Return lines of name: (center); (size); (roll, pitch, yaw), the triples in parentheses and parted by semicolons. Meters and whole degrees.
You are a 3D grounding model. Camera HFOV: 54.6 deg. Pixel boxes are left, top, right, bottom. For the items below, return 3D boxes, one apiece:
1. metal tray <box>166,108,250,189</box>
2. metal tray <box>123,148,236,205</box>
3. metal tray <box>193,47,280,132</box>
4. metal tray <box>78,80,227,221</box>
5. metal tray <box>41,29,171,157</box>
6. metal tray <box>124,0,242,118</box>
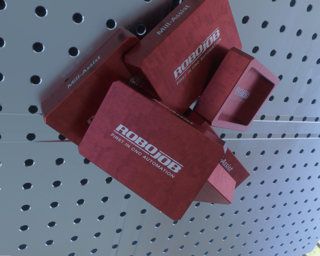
metal tray: (0.058, 0.019, 0.410); (0.030, 0.090, 0.130); (-44, 129, 2)
metal tray: (0.018, 0.061, 0.396); (0.090, 0.130, 0.030); (45, 54, -39)
metal tray: (0.104, -0.043, 0.406); (0.131, 0.030, 0.090); (7, 118, -56)
metal tray: (-0.010, 0.021, 0.320); (0.090, 0.130, 0.030); (-59, 169, 14)
metal tray: (-0.056, -0.035, 0.355); (0.130, 0.030, 0.090); (-43, 130, 2)
metal tray: (0.032, -0.084, 0.349); (0.130, 0.030, 0.090); (-47, 134, -14)
